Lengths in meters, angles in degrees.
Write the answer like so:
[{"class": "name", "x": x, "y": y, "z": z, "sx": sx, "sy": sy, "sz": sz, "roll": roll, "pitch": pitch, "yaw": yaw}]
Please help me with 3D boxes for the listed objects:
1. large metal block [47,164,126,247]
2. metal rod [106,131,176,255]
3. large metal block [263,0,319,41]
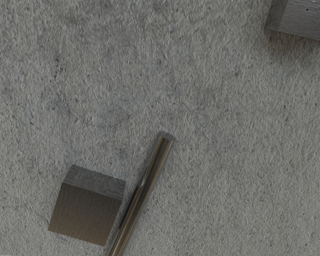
[{"class": "large metal block", "x": -0.101, "y": 0.108, "z": 0.435, "sx": 0.080, "sy": 0.050, "sz": 0.079, "roll": 19, "pitch": 109, "yaw": -7}, {"class": "metal rod", "x": -0.046, "y": 0.140, "z": 0.460, "sx": 0.025, "sy": 0.025, "sz": 0.298, "roll": 21, "pitch": 109, "yaw": -8}, {"class": "large metal block", "x": 0.174, "y": -0.142, "z": 0.346, "sx": 0.081, "sy": 0.050, "sz": 0.079, "roll": 11, "pitch": 110, "yaw": -4}]
